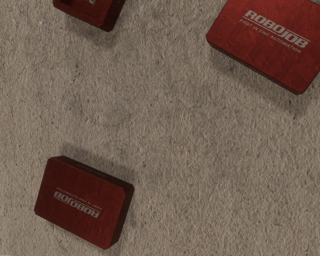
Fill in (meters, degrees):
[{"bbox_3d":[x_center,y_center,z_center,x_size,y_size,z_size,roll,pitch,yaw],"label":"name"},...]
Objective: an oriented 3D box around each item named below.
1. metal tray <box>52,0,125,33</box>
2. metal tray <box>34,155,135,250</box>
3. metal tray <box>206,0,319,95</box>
[{"bbox_3d":[-0.086,-0.213,0.435,0.090,0.030,0.129,28,99,17],"label":"metal tray"},{"bbox_3d":[-0.110,0.103,0.444,0.130,0.030,0.089,19,96,18],"label":"metal tray"},{"bbox_3d":[0.132,-0.109,0.360,0.130,0.030,0.090,35,101,16],"label":"metal tray"}]
